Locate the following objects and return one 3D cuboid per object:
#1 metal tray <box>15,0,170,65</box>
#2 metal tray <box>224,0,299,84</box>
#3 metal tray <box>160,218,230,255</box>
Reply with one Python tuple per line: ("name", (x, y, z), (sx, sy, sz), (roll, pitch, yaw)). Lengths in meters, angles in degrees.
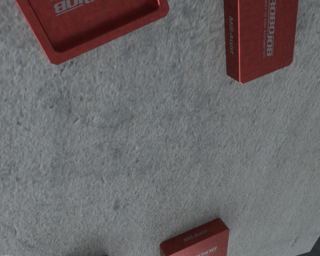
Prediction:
("metal tray", (-0.064, -0.128, 0.290), (0.131, 0.030, 0.090), (-28, 128, -11))
("metal tray", (0.129, -0.131, 0.395), (0.091, 0.030, 0.129), (-23, 127, -15))
("metal tray", (0.067, 0.232, 0.587), (0.131, 0.030, 0.089), (-16, 125, -20))
